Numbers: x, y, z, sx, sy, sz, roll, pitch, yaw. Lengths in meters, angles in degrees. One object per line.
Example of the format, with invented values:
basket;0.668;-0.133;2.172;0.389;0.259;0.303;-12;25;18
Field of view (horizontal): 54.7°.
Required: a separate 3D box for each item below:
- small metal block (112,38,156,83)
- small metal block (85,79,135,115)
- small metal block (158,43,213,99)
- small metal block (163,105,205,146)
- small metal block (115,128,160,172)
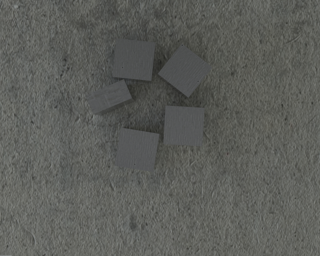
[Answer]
small metal block;-0.033;-0.088;0.409;0.050;0.025;0.050;6;90;0
small metal block;-0.062;-0.038;0.397;0.050;0.050;0.025;-23;90;0
small metal block;0.032;-0.074;0.410;0.050;0.025;0.050;38;90;0
small metal block;0.031;-0.003;0.410;0.050;0.025;0.050;3;90;0
small metal block;-0.029;0.028;0.410;0.050;0.025;0.050;9;90;0
